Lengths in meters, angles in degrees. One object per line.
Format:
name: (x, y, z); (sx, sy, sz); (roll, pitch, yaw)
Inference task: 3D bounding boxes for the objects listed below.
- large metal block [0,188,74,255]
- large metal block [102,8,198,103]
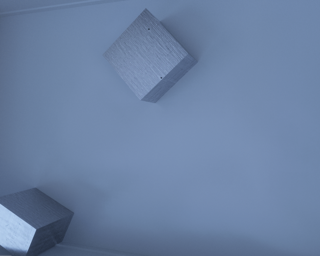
large metal block: (-0.188, 0.135, 0.448); (0.080, 0.080, 0.050); (26, 99, 18)
large metal block: (-0.012, -0.090, 0.401); (0.080, 0.050, 0.080); (-43, 77, 15)
